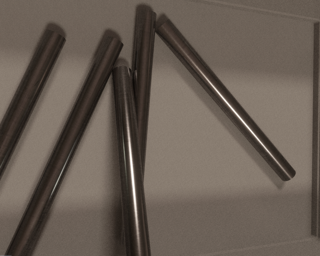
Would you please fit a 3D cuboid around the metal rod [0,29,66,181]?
[{"bbox_3d":[-0.178,0.028,0.344,0.025,0.025,0.299,25,82,-19],"label":"metal rod"}]

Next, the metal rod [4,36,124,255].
[{"bbox_3d":[-0.114,0.028,0.368,0.025,0.025,0.299,25,82,-19],"label":"metal rod"}]

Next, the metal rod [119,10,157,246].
[{"bbox_3d":[-0.028,-0.001,0.400,0.025,0.025,0.298,5,88,-20],"label":"metal rod"}]

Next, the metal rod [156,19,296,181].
[{"bbox_3d":[0.102,-0.031,0.449,0.300,0.025,0.025,47,75,-15],"label":"metal rod"}]

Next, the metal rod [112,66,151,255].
[{"bbox_3d":[-0.030,0.063,0.333,0.025,0.025,0.299,2,64,-20],"label":"metal rod"}]
